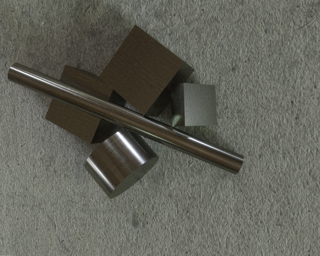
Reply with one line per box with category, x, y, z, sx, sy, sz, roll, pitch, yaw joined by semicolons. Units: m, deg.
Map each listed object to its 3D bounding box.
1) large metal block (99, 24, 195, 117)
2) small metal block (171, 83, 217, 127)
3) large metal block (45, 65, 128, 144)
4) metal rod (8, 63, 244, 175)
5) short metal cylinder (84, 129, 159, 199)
large metal block;-0.016;-0.071;0.400;0.080;0.050;0.080;41;103;15
small metal block;0.042;-0.027;0.380;0.025;0.050;0.050;-2;89;56
large metal block;-0.100;-0.032;0.432;0.080;0.050;0.080;26;99;18
metal rod;-0.043;-0.012;0.381;0.301;0.025;0.025;22;98;2
short metal cylinder;-0.048;0.045;0.397;0.080;0.080;0.050;-46;76;14
